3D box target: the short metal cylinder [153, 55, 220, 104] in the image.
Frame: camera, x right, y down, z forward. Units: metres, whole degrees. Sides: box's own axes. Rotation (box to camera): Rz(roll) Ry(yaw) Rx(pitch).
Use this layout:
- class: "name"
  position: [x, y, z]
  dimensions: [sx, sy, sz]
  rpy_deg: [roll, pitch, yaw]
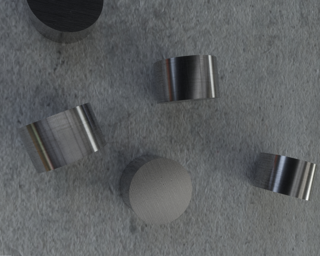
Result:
- class: "short metal cylinder"
  position: [0.034, -0.059, 0.393]
  dimensions: [0.081, 0.080, 0.050]
  rpy_deg: [-6, 93, -20]

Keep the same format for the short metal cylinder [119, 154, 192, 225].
- class: "short metal cylinder"
  position: [-0.006, 0.076, 0.394]
  dimensions: [0.081, 0.050, 0.079]
  rpy_deg: [0, 90, -21]

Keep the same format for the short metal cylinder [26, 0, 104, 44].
- class: "short metal cylinder"
  position: [-0.110, -0.143, 0.355]
  dimensions: [0.081, 0.050, 0.079]
  rpy_deg: [0, 90, -21]

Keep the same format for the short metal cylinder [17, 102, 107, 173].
- class: "short metal cylinder"
  position: [-0.106, 0.009, 0.341]
  dimensions: [0.081, 0.080, 0.050]
  rpy_deg: [-24, 98, -19]

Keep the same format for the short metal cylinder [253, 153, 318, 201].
- class: "short metal cylinder"
  position: [0.180, 0.070, 0.449]
  dimensions: [0.081, 0.080, 0.050]
  rpy_deg: [16, 85, -20]
